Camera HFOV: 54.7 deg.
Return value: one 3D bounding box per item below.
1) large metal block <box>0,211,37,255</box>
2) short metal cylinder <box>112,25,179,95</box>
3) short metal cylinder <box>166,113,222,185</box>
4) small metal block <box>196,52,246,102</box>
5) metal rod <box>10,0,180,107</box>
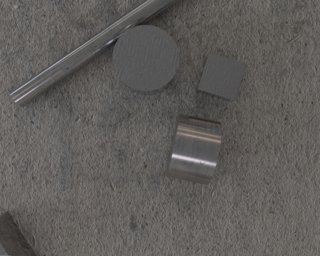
[{"bbox_3d":[-0.219,0.168,0.396,0.080,0.050,0.080,-33,90,0],"label":"large metal block"},{"bbox_3d":[-0.017,-0.084,0.397,0.081,0.050,0.079,0,90,0],"label":"short metal cylinder"},{"bbox_3d":[0.040,0.026,0.383,0.050,0.080,0.080,12,90,0],"label":"short metal cylinder"},{"bbox_3d":[0.080,-0.066,0.410,0.050,0.025,0.050,17,90,0],"label":"small metal block"},{"bbox_3d":[-0.064,-0.122,0.409,0.301,0.025,0.025,-34,90,0],"label":"metal rod"}]
